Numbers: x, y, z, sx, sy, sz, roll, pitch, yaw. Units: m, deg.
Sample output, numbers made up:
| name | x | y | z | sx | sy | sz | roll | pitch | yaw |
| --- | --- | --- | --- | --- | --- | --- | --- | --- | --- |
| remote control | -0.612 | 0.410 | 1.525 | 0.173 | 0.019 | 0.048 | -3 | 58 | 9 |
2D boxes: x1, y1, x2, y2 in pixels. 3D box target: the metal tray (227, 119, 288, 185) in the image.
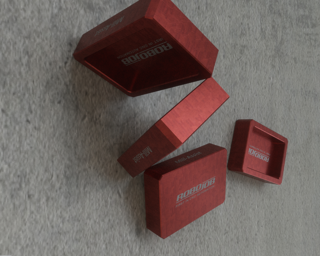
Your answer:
| name | x | y | z | sx | sy | sz | roll | pitch | yaw |
| --- | --- | --- | --- | --- | --- | --- | --- | --- | --- |
| metal tray | 0.179 | 0.045 | 0.554 | 0.131 | 0.030 | 0.090 | 22 | 76 | -38 |

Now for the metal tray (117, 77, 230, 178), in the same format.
| name | x | y | z | sx | sy | sz | roll | pitch | yaw |
| --- | --- | --- | --- | --- | --- | --- | --- | --- | --- |
| metal tray | 0.010 | 0.003 | 0.346 | 0.030 | 0.129 | 0.090 | 48 | 58 | 0 |

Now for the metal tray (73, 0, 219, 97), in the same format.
| name | x | y | z | sx | sy | sz | roll | pitch | yaw |
| --- | --- | --- | --- | --- | --- | --- | --- | --- | --- |
| metal tray | -0.018 | -0.076 | 0.321 | 0.090 | 0.130 | 0.030 | 34 | 63 | -36 |

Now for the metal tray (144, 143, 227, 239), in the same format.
| name | x | y | z | sx | sy | sz | roll | pitch | yaw |
| --- | --- | --- | --- | --- | --- | --- | --- | --- | --- |
| metal tray | 0.039 | 0.081 | 0.425 | 0.131 | 0.030 | 0.089 | -17 | 113 | -39 |
